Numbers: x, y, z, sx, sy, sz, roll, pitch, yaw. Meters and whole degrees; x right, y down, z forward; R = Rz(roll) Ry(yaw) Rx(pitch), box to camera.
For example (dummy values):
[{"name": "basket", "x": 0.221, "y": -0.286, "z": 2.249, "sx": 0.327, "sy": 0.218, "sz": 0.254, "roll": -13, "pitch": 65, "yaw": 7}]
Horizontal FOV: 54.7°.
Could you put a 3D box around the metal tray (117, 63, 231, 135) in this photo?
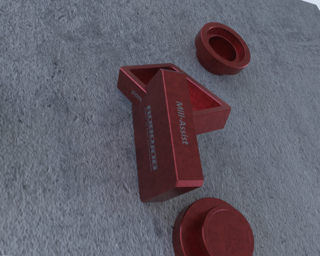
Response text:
[{"name": "metal tray", "x": 0.015, "y": -0.040, "z": 0.398, "sx": 0.091, "sy": 0.030, "sz": 0.130, "roll": -12, "pitch": 42, "yaw": -34}]

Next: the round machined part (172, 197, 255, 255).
[{"name": "round machined part", "x": 0.067, "y": 0.127, "z": 0.354, "sx": 0.099, "sy": 0.042, "sz": 0.098, "roll": 14, "pitch": 56, "yaw": -21}]

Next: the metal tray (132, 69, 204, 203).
[{"name": "metal tray", "x": 0.003, "y": 0.011, "z": 0.350, "sx": 0.030, "sy": 0.090, "sz": 0.130, "roll": 5, "pitch": 65, "yaw": -27}]

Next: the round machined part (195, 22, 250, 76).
[{"name": "round machined part", "x": 0.101, "y": -0.129, "z": 0.529, "sx": 0.099, "sy": 0.042, "sz": 0.098, "roll": 14, "pitch": 56, "yaw": -21}]
